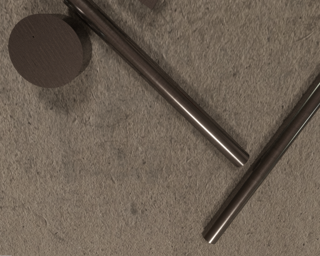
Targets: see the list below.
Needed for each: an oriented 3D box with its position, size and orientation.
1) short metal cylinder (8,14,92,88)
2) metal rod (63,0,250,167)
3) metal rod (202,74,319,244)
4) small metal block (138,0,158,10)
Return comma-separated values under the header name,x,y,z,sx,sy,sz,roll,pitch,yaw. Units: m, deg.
name,x,y,z,sx,sy,sz,roll,pitch,yaw
short metal cylinder,-0.125,-0.091,0.361,0.081,0.050,0.079,0,110,-1
metal rod,0.006,-0.053,0.390,0.300,0.025,0.025,42,104,-15
metal rod,0.148,0.045,0.428,0.025,0.025,0.298,28,107,-10
small metal block,-0.016,-0.169,0.347,0.050,0.025,0.050,33,107,-12
